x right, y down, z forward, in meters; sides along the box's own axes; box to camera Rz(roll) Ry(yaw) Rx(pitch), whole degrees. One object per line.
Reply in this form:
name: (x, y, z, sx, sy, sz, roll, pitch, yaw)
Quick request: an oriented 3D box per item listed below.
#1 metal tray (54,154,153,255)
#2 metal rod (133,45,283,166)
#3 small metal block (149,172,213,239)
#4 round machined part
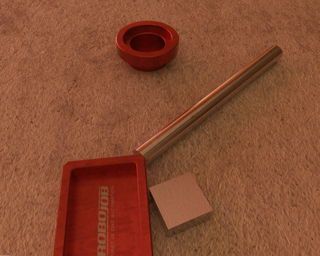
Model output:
metal tray: (-0.055, 0.092, 0.317, 0.091, 0.030, 0.130, -5, 51, -3)
metal rod: (0.083, -0.044, 0.441, 0.302, 0.025, 0.025, -37, 59, -27)
small metal block: (0.021, 0.082, 0.334, 0.050, 0.025, 0.050, -18, 53, -15)
round machined part: (-0.019, -0.128, 0.500, 0.099, 0.042, 0.098, 0, 50, 0)
